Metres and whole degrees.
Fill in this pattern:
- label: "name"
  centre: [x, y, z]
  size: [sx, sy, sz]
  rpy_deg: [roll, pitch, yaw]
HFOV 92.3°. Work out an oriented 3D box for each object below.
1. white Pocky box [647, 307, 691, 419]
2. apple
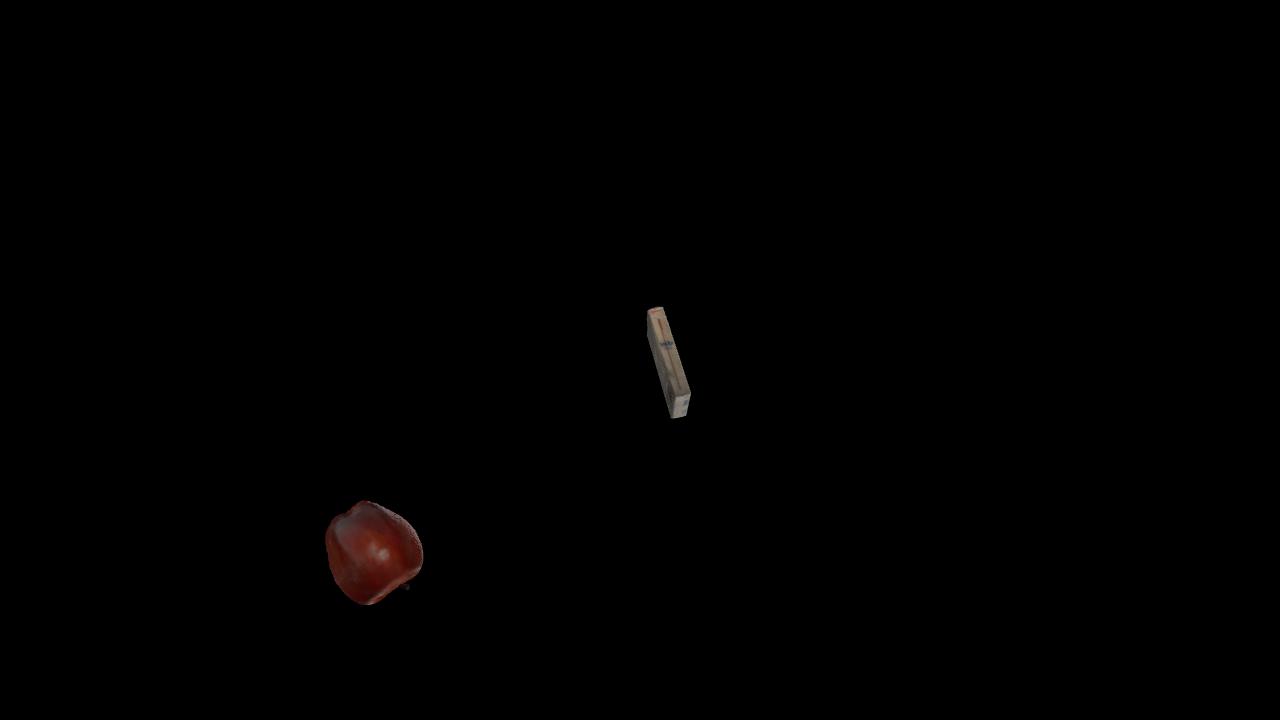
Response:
- label: "white Pocky box"
  centre: [0.041, 0.004, 0.939]
  size: [0.028, 0.154, 0.084]
  rpy_deg: [-13, -27, -6]
- label: "apple"
  centre: [-0.246, 0.178, 0.573]
  size: [0.079, 0.093, 0.079]
  rpy_deg: [-38, -3, -2]
